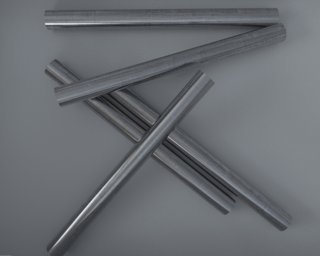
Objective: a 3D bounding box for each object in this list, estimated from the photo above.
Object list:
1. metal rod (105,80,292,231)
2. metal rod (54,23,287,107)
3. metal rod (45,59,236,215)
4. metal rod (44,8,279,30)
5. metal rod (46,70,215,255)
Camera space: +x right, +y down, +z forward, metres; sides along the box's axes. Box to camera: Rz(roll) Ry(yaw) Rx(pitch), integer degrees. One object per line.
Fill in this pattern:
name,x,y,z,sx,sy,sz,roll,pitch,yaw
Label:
metal rod,0.049,0.034,0.411,0.300,0.025,0.025,38,90,-1
metal rod,0.019,-0.082,0.395,0.302,0.025,0.025,-18,90,-7
metal rod,-0.026,0.012,0.410,0.300,0.025,0.025,38,90,-1
metal rod,0.003,-0.145,0.410,0.302,0.025,0.025,-1,90,-1
metal rod,-0.041,0.050,0.390,0.025,0.025,0.299,41,97,-1
